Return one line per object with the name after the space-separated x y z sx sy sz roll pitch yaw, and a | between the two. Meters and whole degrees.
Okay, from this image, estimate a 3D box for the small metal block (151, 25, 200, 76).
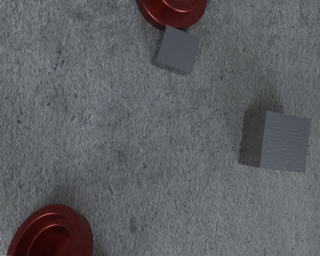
0.021 -0.103 0.418 0.050 0.025 0.050 16 84 -20 | small metal block

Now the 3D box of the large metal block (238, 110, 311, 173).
0.170 0.021 0.460 0.081 0.050 0.080 9 87 -20 | large metal block

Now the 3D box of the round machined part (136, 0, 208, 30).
0.020 -0.180 0.408 0.099 0.042 0.097 0 90 -21 | round machined part

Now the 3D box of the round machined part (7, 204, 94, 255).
-0.114 0.137 0.339 0.098 0.098 0.042 -53 141 -13 | round machined part
